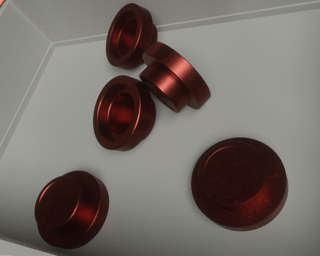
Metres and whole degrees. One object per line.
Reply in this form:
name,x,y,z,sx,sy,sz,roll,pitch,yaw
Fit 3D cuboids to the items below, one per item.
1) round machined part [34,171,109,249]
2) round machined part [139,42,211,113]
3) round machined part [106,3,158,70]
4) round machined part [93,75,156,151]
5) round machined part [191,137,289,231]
round machined part,-0.118,0.100,0.394,0.098,0.042,0.098,-13,56,20
round machined part,0.013,-0.056,0.386,0.042,0.098,0.098,-46,52,-4
round machined part,-0.041,-0.138,0.483,0.098,0.042,0.098,-15,70,48
round machined part,-0.043,-0.017,0.411,0.098,0.042,0.098,-12,72,43
round machined part,0.079,0.053,0.321,0.098,0.042,0.098,-13,56,20
